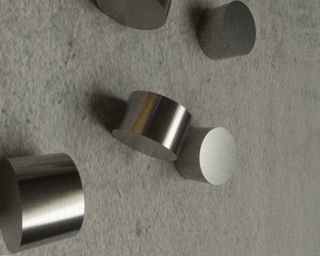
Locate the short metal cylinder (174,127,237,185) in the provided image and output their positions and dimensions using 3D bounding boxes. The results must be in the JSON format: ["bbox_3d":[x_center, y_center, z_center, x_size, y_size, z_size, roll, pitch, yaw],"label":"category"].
[{"bbox_3d":[0.066,0.039,0.446,0.081,0.050,0.079,0,90,-40],"label":"short metal cylinder"}]

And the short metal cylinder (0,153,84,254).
[{"bbox_3d":[-0.110,0.064,0.278,0.050,0.080,0.079,-3,92,-40],"label":"short metal cylinder"}]

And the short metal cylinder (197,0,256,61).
[{"bbox_3d":[0.103,-0.148,0.477,0.081,0.050,0.079,0,90,-40],"label":"short metal cylinder"}]

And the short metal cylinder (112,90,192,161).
[{"bbox_3d":[-0.009,-0.001,0.363,0.080,0.080,0.050,36,68,-35],"label":"short metal cylinder"}]

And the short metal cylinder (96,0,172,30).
[{"bbox_3d":[-0.025,-0.154,0.349,0.080,0.080,0.050,23,76,-38],"label":"short metal cylinder"}]
